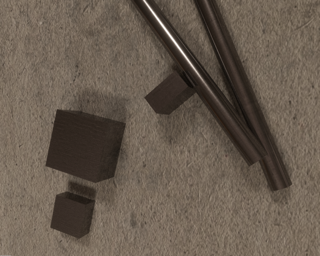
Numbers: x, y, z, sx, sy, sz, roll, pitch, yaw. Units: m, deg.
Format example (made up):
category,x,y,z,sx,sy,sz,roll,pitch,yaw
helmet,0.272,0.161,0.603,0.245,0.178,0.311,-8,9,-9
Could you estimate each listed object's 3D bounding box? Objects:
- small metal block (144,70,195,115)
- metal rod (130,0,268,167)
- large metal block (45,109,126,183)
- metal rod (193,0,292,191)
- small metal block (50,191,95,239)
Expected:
category,x,y,z,sx,sy,sz,roll,pitch,yaw
small metal block,0.015,-0.043,0.390,0.050,0.050,0.025,-40,78,15
metal rod,0.031,-0.085,0.384,0.025,0.025,0.299,-37,74,16
large metal block,-0.102,0.023,0.430,0.080,0.050,0.079,14,95,19
metal rod,0.089,-0.070,0.377,0.025,0.025,0.299,-23,83,18
small metal block,-0.127,0.126,0.452,0.050,0.025,0.050,13,94,19
